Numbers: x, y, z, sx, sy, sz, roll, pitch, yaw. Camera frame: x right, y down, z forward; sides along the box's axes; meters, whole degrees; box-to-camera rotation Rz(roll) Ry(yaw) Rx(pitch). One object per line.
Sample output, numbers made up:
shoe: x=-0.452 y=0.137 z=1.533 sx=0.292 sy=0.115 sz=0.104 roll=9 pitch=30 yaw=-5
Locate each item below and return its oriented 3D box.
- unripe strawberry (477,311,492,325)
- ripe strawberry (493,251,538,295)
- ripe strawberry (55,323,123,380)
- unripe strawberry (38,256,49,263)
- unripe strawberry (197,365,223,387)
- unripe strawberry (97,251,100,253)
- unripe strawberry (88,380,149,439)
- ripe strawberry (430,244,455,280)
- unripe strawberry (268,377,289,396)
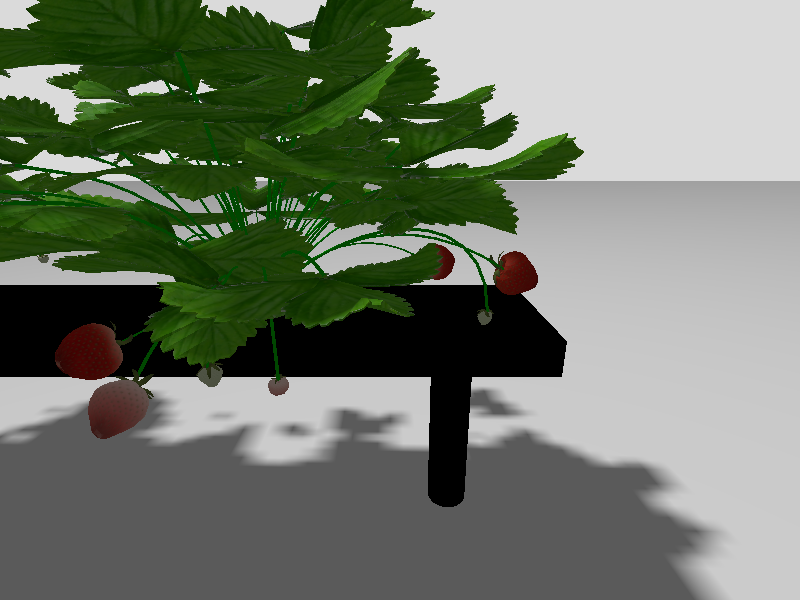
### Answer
unripe strawberry: x=0.058 y=0.012 z=0.276 sx=0.010 sy=0.010 sz=0.011 roll=9 pitch=20 yaw=25
ripe strawberry: x=0.118 y=-0.025 z=0.400 sx=0.045 sy=0.044 sz=0.042 roll=18 pitch=14 yaw=-15
ripe strawberry: x=-0.185 y=0.032 z=0.238 sx=0.029 sy=0.033 sz=0.032 roll=8 pitch=21 yaw=23
unripe strawberry: x=-0.425 y=-0.048 z=0.477 sx=0.010 sy=0.010 sz=0.009 roll=-14 pitch=23 yaw=-36
unripe strawberry: x=-0.106 y=0.043 z=0.224 sx=0.013 sy=0.013 sz=0.011 roll=-2 pitch=19 yaw=-7
unripe strawberry: x=-0.389 y=-0.060 z=0.532 sx=0.021 sy=0.022 sz=0.020 roll=-16 pitch=24 yaw=-40
unripe strawberry: x=-0.136 y=0.053 z=0.191 sx=0.025 sy=0.026 sz=0.027 roll=1 pitch=36 yaw=3
ripe strawberry: x=0.045 y=-0.044 z=0.462 sx=0.041 sy=0.041 sz=0.038 roll=-6 pitch=19 yaw=-31
unripe strawberry: x=-0.064 y=0.046 z=0.211 sx=0.011 sy=0.010 sz=0.010 roll=-7 pitch=20 yaw=-19
